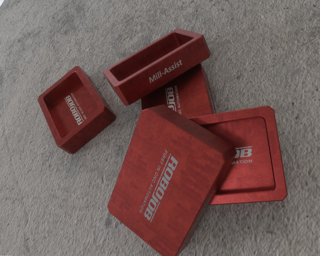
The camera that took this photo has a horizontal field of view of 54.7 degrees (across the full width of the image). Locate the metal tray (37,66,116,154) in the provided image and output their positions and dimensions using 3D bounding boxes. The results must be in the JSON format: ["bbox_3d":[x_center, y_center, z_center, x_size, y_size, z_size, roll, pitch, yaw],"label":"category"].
[{"bbox_3d":[-0.136,-0.032,0.491,0.090,0.030,0.130,-39,51,1],"label":"metal tray"}]

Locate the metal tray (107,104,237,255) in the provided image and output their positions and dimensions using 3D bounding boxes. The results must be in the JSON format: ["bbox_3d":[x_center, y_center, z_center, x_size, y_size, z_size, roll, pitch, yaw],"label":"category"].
[{"bbox_3d":[0.006,0.054,0.306,0.090,0.030,0.129,32,116,22],"label":"metal tray"}]

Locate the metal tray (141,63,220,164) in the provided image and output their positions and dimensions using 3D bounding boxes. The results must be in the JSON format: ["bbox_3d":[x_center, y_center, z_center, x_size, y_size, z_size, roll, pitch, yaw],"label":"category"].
[{"bbox_3d":[0.024,-0.015,0.397,0.090,0.030,0.130,-18,54,17],"label":"metal tray"}]

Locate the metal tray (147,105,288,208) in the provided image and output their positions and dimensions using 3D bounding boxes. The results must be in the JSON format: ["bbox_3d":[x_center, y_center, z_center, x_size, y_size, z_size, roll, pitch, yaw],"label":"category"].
[{"bbox_3d":[0.056,0.032,0.321,0.130,0.030,0.089,-9,85,19],"label":"metal tray"}]

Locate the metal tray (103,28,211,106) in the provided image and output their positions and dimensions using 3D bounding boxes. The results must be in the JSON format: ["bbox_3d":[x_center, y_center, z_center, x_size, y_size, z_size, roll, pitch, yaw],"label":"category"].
[{"bbox_3d":[-0.008,-0.088,0.424,0.130,0.030,0.090,-32,30,-6],"label":"metal tray"}]
